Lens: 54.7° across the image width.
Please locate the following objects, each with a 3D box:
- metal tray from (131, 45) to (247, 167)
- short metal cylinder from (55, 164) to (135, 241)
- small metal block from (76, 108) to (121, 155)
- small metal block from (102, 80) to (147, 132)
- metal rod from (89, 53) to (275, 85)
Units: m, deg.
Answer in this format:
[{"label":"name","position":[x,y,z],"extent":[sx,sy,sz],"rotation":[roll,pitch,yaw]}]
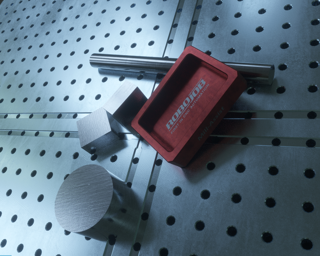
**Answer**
[{"label":"metal tray","position":[0.032,-0.028,0.385],"extent":[0.130,0.030,0.090],"rotation":[-53,52,6]},{"label":"short metal cylinder","position":[-0.078,0.091,0.376],"extent":[0.080,0.050,0.080],"rotation":[-13,56,20]},{"label":"small metal block","position":[-0.091,0.003,0.452],"extent":[0.050,0.025,0.050],"rotation":[-29,52,9]},{"label":"small metal block","position":[-0.044,-0.030,0.432],"extent":[0.025,0.050,0.050],"rotation":[34,81,38]},{"label":"metal rod","position":[0.011,-0.091,0.456],"extent":[0.300,0.025,0.025],"rotation":[12,68,32]}]
